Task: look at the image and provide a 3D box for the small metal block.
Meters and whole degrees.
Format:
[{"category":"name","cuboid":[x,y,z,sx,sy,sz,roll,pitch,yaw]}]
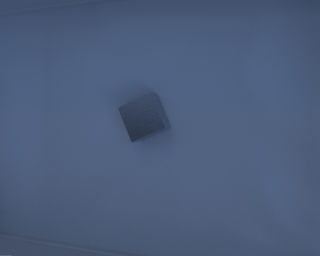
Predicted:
[{"category":"small metal block","cuboid":[-0.021,-0.014,0.413,0.050,0.025,0.050,-24,82,18]}]
